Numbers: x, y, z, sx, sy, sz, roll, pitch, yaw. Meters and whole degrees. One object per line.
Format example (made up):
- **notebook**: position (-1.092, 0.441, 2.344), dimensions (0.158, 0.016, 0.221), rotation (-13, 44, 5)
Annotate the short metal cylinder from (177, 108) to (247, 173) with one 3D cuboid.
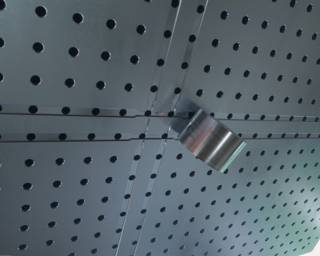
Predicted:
- **short metal cylinder**: position (0.071, 0.016, 0.423), dimensions (0.080, 0.080, 0.050), rotation (29, 102, -38)
